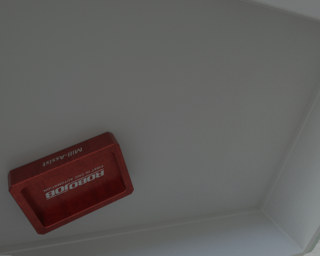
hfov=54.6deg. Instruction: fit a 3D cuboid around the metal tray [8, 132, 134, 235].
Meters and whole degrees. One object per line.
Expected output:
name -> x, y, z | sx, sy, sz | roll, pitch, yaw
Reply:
metal tray -> -0.106, 0.069, 0.389 | 0.131, 0.030, 0.090 | -23, 127, -15
